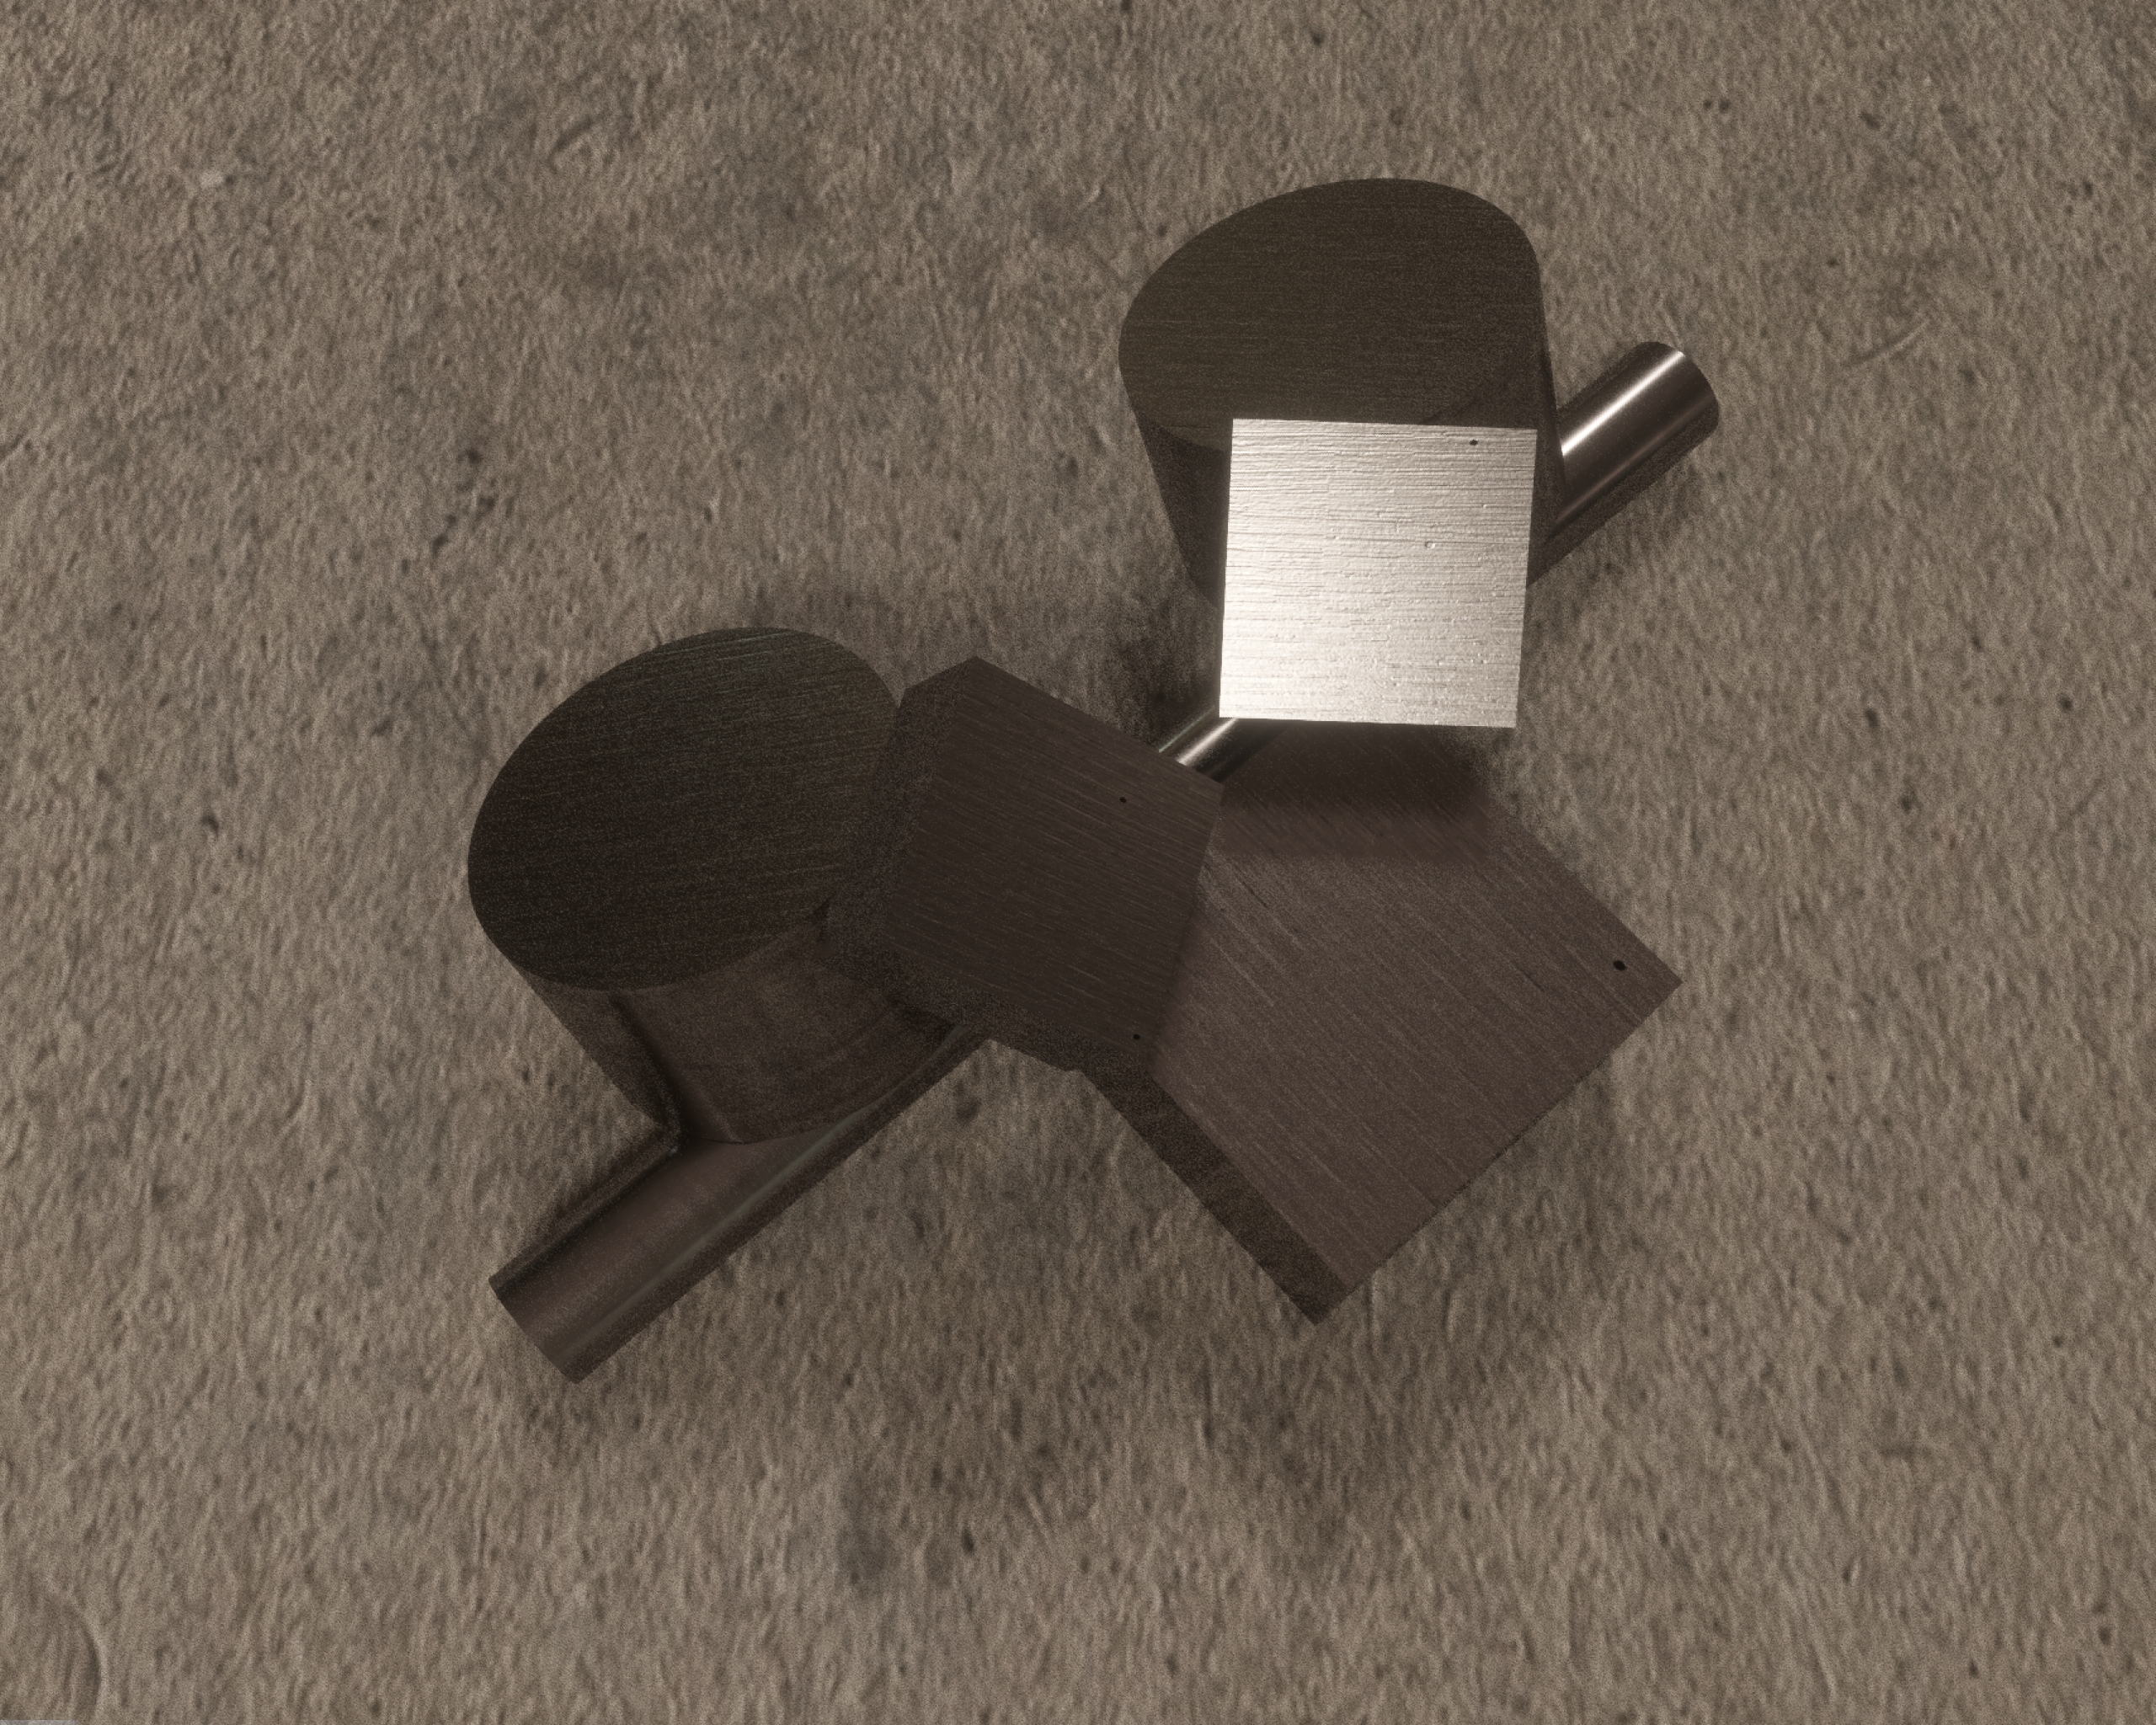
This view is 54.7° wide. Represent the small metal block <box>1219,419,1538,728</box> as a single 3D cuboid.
[{"bbox_3d":[0.050,-0.051,0.362,0.050,0.025,0.050,2,101,0],"label":"small metal block"}]

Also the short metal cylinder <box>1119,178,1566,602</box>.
[{"bbox_3d":[0.053,-0.090,0.414,0.080,0.050,0.080,-9,51,12],"label":"short metal cylinder"}]

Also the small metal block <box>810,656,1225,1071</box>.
[{"bbox_3d":[-0.009,0.001,0.343,0.050,0.025,0.050,26,69,-25],"label":"small metal block"}]

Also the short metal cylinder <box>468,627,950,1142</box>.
[{"bbox_3d":[-0.062,0.004,0.379,0.080,0.050,0.080,-9,51,12],"label":"short metal cylinder"}]

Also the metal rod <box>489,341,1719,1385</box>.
[{"bbox_3d":[0.015,-0.008,0.412,0.301,0.025,0.025,-39,75,-14],"label":"metal rod"}]

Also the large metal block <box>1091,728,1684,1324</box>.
[{"bbox_3d":[0.048,0.026,0.385,0.080,0.050,0.080,-40,75,-13],"label":"large metal block"}]
